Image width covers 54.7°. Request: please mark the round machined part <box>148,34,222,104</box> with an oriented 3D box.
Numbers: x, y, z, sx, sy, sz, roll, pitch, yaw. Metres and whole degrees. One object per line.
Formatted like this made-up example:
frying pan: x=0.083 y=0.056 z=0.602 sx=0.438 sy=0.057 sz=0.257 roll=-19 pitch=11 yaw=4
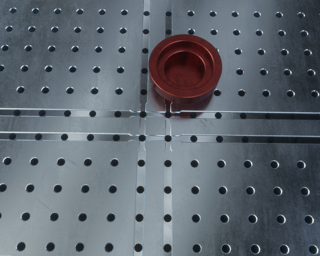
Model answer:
round machined part: x=0.034 y=-0.078 z=0.432 sx=0.099 sy=0.042 sz=0.098 roll=0 pitch=70 yaw=-1
